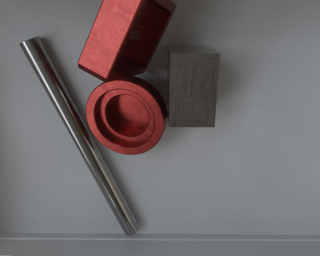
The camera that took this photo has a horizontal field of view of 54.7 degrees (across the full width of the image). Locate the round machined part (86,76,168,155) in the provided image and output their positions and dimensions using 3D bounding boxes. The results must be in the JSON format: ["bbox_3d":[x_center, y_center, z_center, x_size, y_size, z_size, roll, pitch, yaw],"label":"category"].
[{"bbox_3d":[-0.038,-0.019,0.386,0.098,0.042,0.097,6,116,13],"label":"round machined part"}]

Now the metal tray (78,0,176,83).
[{"bbox_3d":[-0.027,-0.098,0.317,0.030,0.130,0.089,29,108,4],"label":"metal tray"}]

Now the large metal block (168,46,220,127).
[{"bbox_3d":[0.035,-0.052,0.363,0.050,0.080,0.079,0,110,-1],"label":"large metal block"}]

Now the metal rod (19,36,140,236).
[{"bbox_3d":[-0.099,0.024,0.418,0.025,0.025,0.299,-21,109,7],"label":"metal rod"}]
